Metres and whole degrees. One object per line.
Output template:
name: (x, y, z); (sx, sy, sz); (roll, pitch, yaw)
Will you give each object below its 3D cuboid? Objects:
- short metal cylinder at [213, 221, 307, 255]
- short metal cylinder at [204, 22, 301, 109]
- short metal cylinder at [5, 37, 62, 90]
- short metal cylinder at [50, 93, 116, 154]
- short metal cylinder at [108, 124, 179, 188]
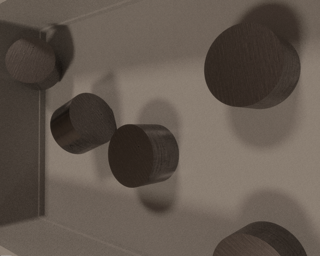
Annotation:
short metal cylinder: (0.099, 0.139, 0.308); (0.080, 0.050, 0.079); (0, 90, 39)
short metal cylinder: (0.093, -0.060, 0.313); (0.080, 0.050, 0.079); (0, 90, 39)
short metal cylinder: (-0.217, -0.110, 0.539); (0.081, 0.050, 0.080); (1, 82, -5)
short metal cylinder: (-0.114, -0.006, 0.462); (0.050, 0.081, 0.080); (-24, 75, 37)
short metal cylinder: (-0.022, 0.035, 0.407); (0.080, 0.050, 0.079); (0, 90, 39)
